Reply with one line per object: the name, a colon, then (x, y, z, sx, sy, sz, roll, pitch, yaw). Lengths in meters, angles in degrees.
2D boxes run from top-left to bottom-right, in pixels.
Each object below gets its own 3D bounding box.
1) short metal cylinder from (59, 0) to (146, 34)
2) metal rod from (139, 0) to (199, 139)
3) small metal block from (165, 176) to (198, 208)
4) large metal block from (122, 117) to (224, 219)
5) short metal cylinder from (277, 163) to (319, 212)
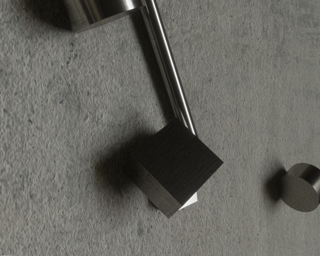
short metal cylinder: (-0.061, -0.135, 0.317, 0.081, 0.080, 0.050, -34, 111, -35)
metal rod: (0.005, -0.094, 0.408, 0.025, 0.025, 0.298, -30, 109, -36)
small metal block: (0.022, 0.082, 0.424, 0.050, 0.025, 0.050, -13, 99, -39)
large metal block: (0.015, 0.047, 0.376, 0.080, 0.050, 0.080, 44, 56, 11)
short metal cylinder: (0.277, 0.115, 0.602, 0.050, 0.080, 0.080, -30, 109, -36)
